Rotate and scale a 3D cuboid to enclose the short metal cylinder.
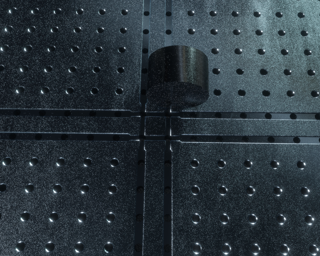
[{"bbox_3d":[0.023,-0.064,0.406,0.081,0.080,0.050,2,70,0],"label":"short metal cylinder"}]
